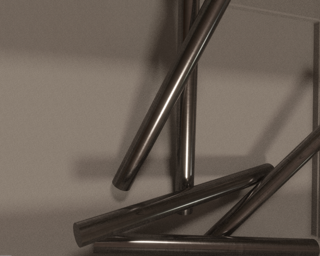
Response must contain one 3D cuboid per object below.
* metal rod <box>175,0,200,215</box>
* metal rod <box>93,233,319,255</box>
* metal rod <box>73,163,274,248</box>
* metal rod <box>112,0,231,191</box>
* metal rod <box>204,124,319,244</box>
[{"bbox_3d":[0.033,-0.030,0.387,0.025,0.025,0.298,-6,106,-20],"label":"metal rod"},{"bbox_3d":[0.067,0.155,0.408,0.302,0.025,0.025,5,88,-10],"label":"metal rod"},{"bbox_3d":[0.042,0.087,0.392,0.303,0.025,0.025,-9,94,-33],"label":"metal rod"},{"bbox_3d":[0.018,-0.054,0.355,0.025,0.025,0.298,22,106,-19],"label":"metal rod"},{"bbox_3d":[0.170,0.067,0.439,0.300,0.025,0.025,-43,105,-1],"label":"metal rod"}]
